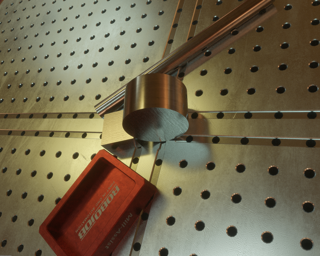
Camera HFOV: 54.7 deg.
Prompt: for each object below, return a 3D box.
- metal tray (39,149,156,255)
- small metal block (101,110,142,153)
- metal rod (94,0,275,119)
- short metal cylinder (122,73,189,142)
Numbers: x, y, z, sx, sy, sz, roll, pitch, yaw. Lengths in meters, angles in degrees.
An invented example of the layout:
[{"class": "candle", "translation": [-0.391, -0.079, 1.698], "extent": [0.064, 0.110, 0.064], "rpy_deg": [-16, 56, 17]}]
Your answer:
[{"class": "metal tray", "translation": [-0.078, 0.101, 0.382], "extent": [0.090, 0.030, 0.130], "rpy_deg": [29, 77, 37]}, {"class": "small metal block", "translation": [-0.052, 0.003, 0.432], "extent": [0.050, 0.025, 0.050], "rpy_deg": [-13, 56, 21]}, {"class": "metal rod", "translation": [0.033, -0.107, 0.455], "extent": [0.300, 0.025, 0.025], "rpy_deg": [-34, 52, 5]}, {"class": "short metal cylinder", "translation": [-0.005, -0.024, 0.389], "extent": [0.080, 0.080, 0.050], "rpy_deg": [-13, 57, 21]}]
